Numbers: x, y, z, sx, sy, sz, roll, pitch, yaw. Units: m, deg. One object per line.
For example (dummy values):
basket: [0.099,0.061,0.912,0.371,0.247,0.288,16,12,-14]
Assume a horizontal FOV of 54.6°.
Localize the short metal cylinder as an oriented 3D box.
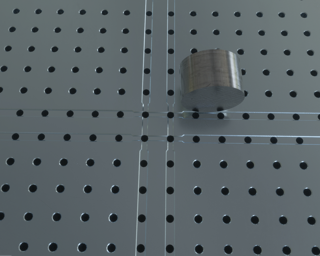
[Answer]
short metal cylinder: [0.066,-0.059,0.404,0.080,0.080,0.050,-1,70,-1]
